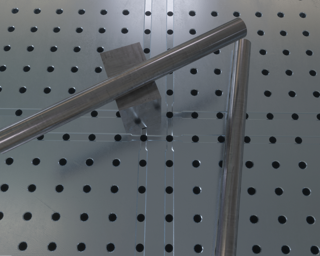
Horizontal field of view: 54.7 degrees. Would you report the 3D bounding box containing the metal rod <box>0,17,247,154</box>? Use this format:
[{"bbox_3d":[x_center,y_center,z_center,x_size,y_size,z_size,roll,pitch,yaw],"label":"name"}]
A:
[{"bbox_3d":[-0.036,-0.052,0.345,0.302,0.025,0.025,-27,73,-10],"label":"metal rod"}]

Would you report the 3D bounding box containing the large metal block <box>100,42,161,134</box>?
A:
[{"bbox_3d":[-0.035,-0.049,0.400,0.050,0.080,0.080,-18,71,-7],"label":"large metal block"}]

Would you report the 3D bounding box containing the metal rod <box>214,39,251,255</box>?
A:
[{"bbox_3d":[0.098,0.014,0.407,0.025,0.025,0.299,9,70,3],"label":"metal rod"}]
